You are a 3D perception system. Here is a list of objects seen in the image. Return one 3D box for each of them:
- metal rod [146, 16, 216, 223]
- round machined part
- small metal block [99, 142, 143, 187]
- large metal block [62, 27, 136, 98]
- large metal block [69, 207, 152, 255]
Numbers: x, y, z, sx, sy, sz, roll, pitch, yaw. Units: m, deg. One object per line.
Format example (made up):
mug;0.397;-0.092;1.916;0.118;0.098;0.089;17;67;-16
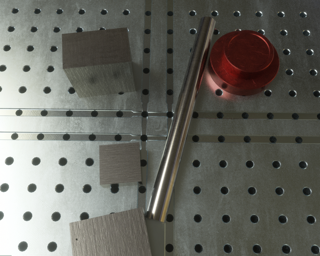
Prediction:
metal rod;0.033;-0.025;0.420;0.025;0.025;0.299;14;70;5
round machined part;0.121;-0.099;0.440;0.099;0.042;0.098;0;70;0
small metal block;-0.049;0.047;0.394;0.050;0.025;0.050;-4;70;-2
large metal block;-0.078;-0.084;0.413;0.081;0.080;0.050;-7;70;-3
large metal block;-0.050;0.140;0.347;0.081;0.050;0.080;-11;71;-4
